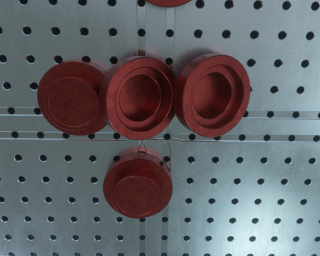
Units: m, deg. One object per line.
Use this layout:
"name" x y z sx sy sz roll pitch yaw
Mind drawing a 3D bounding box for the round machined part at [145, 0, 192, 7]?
"round machined part" 0.009 -0.184 0.337 0.099 0.042 0.097 0 110 -1

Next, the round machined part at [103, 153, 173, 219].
"round machined part" -0.031 0.088 0.436 0.099 0.042 0.097 0 110 -1

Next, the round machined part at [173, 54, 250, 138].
"round machined part" 0.058 -0.041 0.377 0.099 0.042 0.097 -9 110 -26

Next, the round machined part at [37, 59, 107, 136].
"round machined part" -0.106 -0.035 0.390 0.099 0.042 0.097 0 110 -1

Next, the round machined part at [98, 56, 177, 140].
"round machined part" -0.028 -0.038 0.375 0.099 0.042 0.097 -11 111 -31
